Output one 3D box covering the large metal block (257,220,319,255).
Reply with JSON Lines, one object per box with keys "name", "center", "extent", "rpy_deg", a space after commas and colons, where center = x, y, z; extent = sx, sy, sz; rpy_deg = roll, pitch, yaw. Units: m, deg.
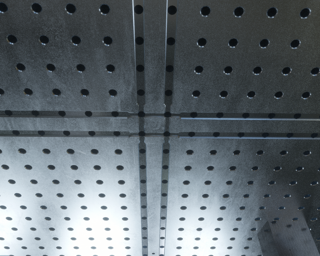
{"name": "large metal block", "center": [0.236, 0.223, 0.569], "extent": [0.081, 0.080, 0.050], "rpy_deg": [9, 130, -8]}
